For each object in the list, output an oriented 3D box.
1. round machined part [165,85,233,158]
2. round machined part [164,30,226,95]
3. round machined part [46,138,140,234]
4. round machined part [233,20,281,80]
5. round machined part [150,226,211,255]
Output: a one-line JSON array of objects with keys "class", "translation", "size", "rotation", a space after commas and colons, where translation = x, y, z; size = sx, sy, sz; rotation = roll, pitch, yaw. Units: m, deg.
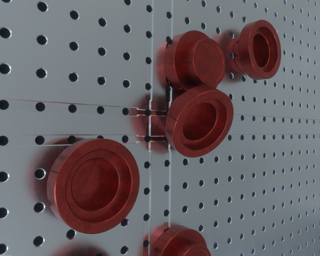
[{"class": "round machined part", "translation": [0.048, -0.012, 0.421], "size": [0.099, 0.042, 0.097], "rotation": [-17, 124, -26]}, {"class": "round machined part", "translation": [0.057, -0.091, 0.444], "size": [0.099, 0.042, 0.097], "rotation": [0, 90, -40]}, {"class": "round machined part", "translation": [-0.074, 0.060, 0.336], "size": [0.099, 0.042, 0.097], "rotation": [0, 90, -40]}, {"class": "round machined part", "translation": [0.164, -0.131, 0.533], "size": [0.099, 0.042, 0.097], "rotation": [0, 90, -40]}, {"class": "round machined part", "translation": [0.034, 0.189, 0.426], "size": [0.099, 0.042, 0.097], "rotation": [0, 90, -40]}]
